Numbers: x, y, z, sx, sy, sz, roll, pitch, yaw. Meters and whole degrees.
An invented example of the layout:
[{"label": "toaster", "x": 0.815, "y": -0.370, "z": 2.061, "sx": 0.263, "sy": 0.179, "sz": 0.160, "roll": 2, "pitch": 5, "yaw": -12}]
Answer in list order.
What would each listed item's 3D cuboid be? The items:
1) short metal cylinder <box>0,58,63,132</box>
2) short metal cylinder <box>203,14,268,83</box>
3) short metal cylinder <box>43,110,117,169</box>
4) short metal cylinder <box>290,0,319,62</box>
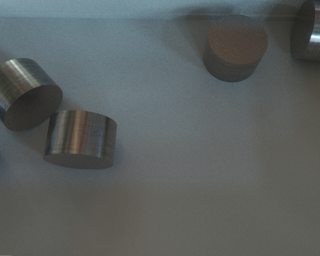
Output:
[{"label": "short metal cylinder", "x": -0.173, "y": -0.041, "z": 0.393, "sx": 0.080, "sy": 0.080, "sz": 0.050, "roll": -41, "pitch": 75, "yaw": -14}, {"label": "short metal cylinder", "x": 0.105, "y": -0.112, "z": 0.439, "sx": 0.081, "sy": 0.050, "sz": 0.080, "roll": 0, "pitch": 70, "yaw": 0}, {"label": "short metal cylinder", "x": -0.094, "y": 0.017, "z": 0.373, "sx": 0.081, "sy": 0.080, "sz": 0.050, "roll": 2, "pitch": 70, "yaw": 0}, {"label": "short metal cylinder", "x": 0.223, "y": -0.134, "z": 0.432, "sx": 0.050, "sy": 0.080, "sz": 0.080, "roll": 7, "pitch": 70, "yaw": 2}]
